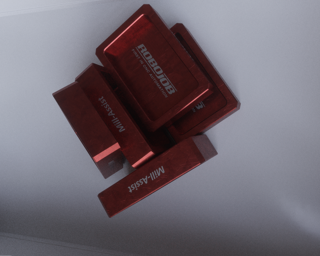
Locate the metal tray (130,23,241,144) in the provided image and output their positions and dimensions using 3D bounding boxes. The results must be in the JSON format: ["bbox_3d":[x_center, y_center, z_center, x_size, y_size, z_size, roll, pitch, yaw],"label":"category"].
[{"bbox_3d":[0.029,-0.055,0.397,0.090,0.030,0.130,-36,78,17],"label":"metal tray"}]

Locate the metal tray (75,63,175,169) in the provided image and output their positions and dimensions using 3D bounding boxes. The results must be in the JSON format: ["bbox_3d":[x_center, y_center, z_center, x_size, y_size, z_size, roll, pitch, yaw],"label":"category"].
[{"bbox_3d":[-0.039,-0.015,0.386,0.030,0.090,0.130,-39,78,16],"label":"metal tray"}]

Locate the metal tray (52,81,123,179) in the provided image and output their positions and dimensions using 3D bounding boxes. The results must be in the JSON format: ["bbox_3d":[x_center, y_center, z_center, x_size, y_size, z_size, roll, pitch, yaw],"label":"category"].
[{"bbox_3d":[-0.083,0.010,0.383,0.030,0.130,0.090,-33,78,-14],"label":"metal tray"}]

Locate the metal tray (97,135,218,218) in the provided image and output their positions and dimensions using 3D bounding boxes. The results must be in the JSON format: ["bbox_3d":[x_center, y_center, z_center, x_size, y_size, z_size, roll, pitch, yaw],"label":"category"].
[{"bbox_3d":[0.001,0.055,0.373,0.130,0.090,0.030,-34,79,16],"label":"metal tray"}]

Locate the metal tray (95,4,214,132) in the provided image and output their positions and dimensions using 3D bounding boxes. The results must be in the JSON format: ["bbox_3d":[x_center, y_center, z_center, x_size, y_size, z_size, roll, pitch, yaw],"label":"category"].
[{"bbox_3d":[-0.008,-0.071,0.376,0.090,0.030,0.130,-38,78,16],"label":"metal tray"}]
